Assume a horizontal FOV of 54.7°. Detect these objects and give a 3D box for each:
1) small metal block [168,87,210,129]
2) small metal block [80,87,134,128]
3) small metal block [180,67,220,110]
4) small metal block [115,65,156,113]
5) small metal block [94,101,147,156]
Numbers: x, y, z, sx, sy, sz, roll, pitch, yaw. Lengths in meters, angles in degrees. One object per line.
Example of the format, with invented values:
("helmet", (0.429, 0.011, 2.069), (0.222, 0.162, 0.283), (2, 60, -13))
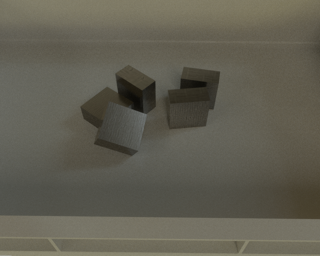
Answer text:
("small metal block", (0.036, -0.026, 0.410), (0.050, 0.050, 0.025), (-5, 50, -4))
("small metal block", (-0.071, -0.024, 0.424), (0.050, 0.025, 0.050), (31, 57, 23))
("small metal block", (0.055, -0.056, 0.436), (0.050, 0.050, 0.025), (9, 51, 7))
("small metal block", (-0.033, -0.052, 0.432), (0.050, 0.050, 0.025), (34, 58, 25))
("small metal block", (-0.049, 0.001, 0.384), (0.050, 0.025, 0.050), (19, 64, -17))
